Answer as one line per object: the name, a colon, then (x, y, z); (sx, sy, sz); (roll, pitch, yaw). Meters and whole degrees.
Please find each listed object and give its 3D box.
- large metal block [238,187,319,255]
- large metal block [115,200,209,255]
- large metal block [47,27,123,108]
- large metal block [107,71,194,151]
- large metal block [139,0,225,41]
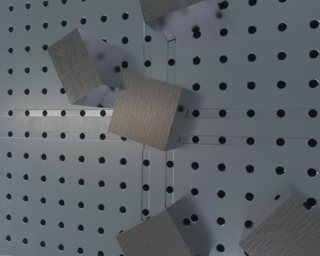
large metal block: (0.149, 0.126, 0.347); (0.080, 0.050, 0.080); (44, 104, 14)
large metal block: (0.004, 0.152, 0.398); (0.080, 0.050, 0.080); (-33, 80, 17)
large metal block: (-0.091, -0.076, 0.416); (0.050, 0.080, 0.080); (-28, 81, 18)
large metal block: (-0.011, -0.022, 0.404); (0.080, 0.050, 0.080); (18, 96, 19)
large metal block: (0.028, -0.151, 0.374); (0.080, 0.080, 0.050); (-14, 85, 19)
